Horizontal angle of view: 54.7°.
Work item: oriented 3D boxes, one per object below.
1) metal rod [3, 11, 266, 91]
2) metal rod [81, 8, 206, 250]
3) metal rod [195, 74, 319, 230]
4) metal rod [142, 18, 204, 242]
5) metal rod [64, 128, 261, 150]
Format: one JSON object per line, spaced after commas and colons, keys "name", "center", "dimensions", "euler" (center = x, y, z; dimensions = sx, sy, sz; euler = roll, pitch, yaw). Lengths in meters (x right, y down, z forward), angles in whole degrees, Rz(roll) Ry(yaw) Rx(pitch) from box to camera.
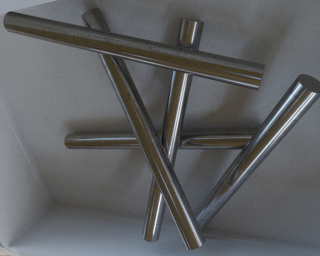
{"name": "metal rod", "center": [-0.042, -0.088, 0.334], "dimensions": [0.301, 0.025, 0.025], "euler": [17, 125, 17]}
{"name": "metal rod", "center": [-0.020, 0.000, 0.366], "dimensions": [0.025, 0.025, 0.299], "euler": [-26, 88, 37]}
{"name": "metal rod", "center": [0.090, 0.059, 0.372], "dimensions": [0.025, 0.025, 0.298], "euler": [31, 136, 8]}
{"name": "metal rod", "center": [0.010, 0.021, 0.383], "dimensions": [0.025, 0.025, 0.298], "euler": [18, 116, 18]}
{"name": "metal rod", "center": [-0.013, 0.017, 0.425], "dimensions": [0.300, 0.025, 0.025], "euler": [-2, 118, 29]}
